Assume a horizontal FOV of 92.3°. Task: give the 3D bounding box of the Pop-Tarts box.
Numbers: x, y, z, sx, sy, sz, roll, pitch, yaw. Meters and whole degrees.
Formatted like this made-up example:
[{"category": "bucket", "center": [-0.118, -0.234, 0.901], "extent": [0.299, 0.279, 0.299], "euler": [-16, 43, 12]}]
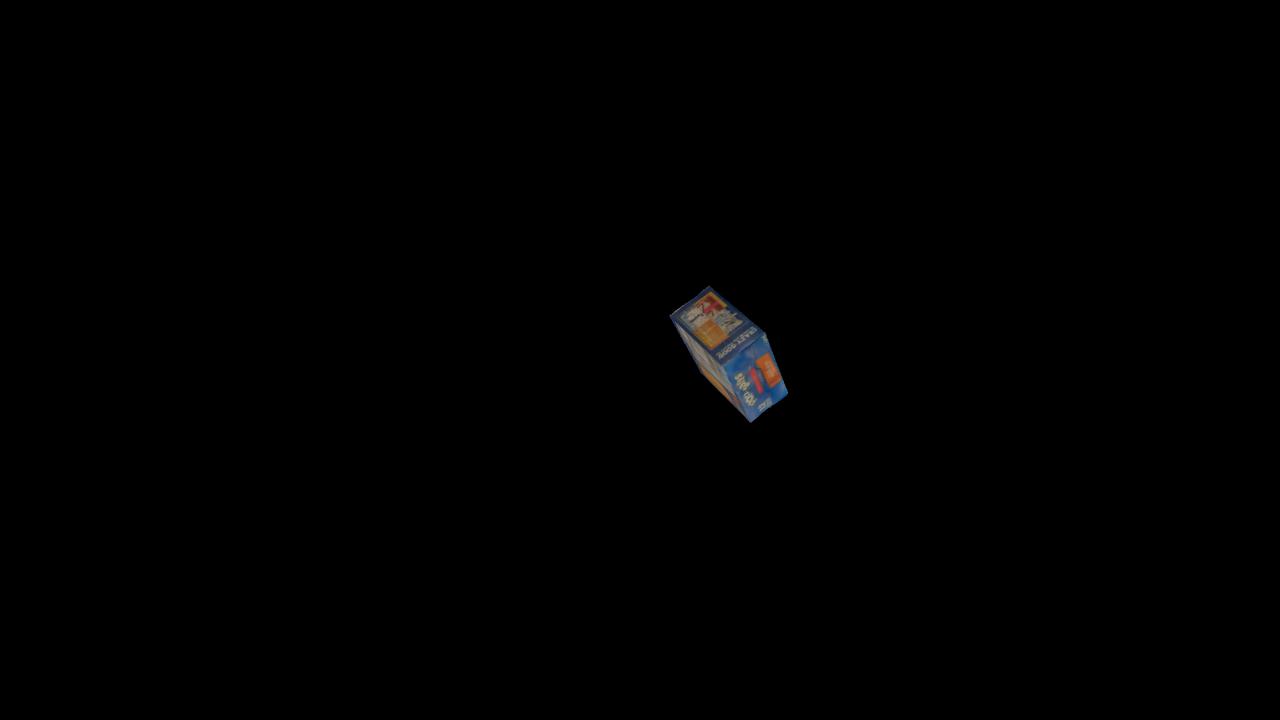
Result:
[{"category": "Pop-Tarts box", "center": [0.140, -0.008, 0.955], "extent": [0.141, 0.083, 0.167], "euler": [49, -4, 42]}]
